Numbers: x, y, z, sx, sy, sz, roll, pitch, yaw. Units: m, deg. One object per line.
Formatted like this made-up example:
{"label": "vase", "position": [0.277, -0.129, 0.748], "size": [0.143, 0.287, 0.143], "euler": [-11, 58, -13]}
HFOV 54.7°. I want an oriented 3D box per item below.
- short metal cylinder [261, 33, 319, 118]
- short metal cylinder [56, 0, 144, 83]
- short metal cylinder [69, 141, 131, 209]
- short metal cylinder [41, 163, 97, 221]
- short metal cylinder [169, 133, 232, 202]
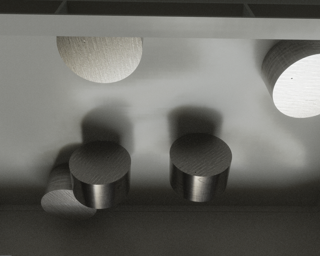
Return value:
{"label": "short metal cylinder", "position": [0.160, -0.058, 0.345], "size": [0.081, 0.050, 0.079], "euler": [0, 130, 0]}
{"label": "short metal cylinder", "position": [-0.057, -0.093, 0.313], "size": [0.081, 0.050, 0.079], "euler": [0, 131, 0]}
{"label": "short metal cylinder", "position": [-0.081, 0.063, 0.425], "size": [0.081, 0.080, 0.050], "euler": [4, 130, -3]}
{"label": "short metal cylinder", "position": [-0.133, 0.099, 0.474], "size": [0.080, 0.050, 0.079], "euler": [0, 131, 0]}
{"label": "short metal cylinder", "position": [0.053, 0.051, 0.417], "size": [0.080, 0.080, 0.050], "euler": [-1, 130, 0]}
